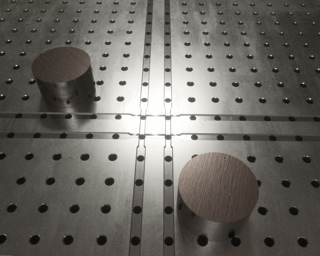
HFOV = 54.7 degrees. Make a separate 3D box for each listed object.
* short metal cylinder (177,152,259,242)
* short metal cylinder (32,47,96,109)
[{"bbox_3d":[0.059,0.073,0.331,0.081,0.050,0.080,0,50,0],"label":"short metal cylinder"},{"bbox_3d":[-0.138,-0.074,0.452,0.081,0.050,0.080,0,50,0],"label":"short metal cylinder"}]
